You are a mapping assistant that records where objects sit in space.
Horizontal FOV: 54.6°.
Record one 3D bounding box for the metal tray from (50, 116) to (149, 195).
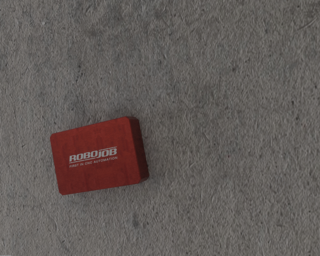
[{"bbox_3d":[-0.087,0.040,0.438,0.130,0.030,0.090,-12,86,19],"label":"metal tray"}]
